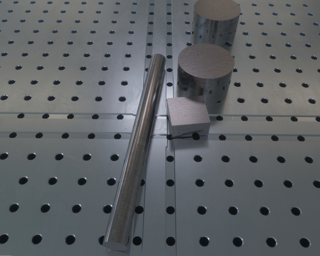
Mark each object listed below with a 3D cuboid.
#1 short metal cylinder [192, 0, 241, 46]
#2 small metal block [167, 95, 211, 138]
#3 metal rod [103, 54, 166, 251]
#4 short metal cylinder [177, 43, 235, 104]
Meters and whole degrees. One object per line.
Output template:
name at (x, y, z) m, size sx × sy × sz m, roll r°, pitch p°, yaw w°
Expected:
short metal cylinder at (0.099, -0.191, 0.553) m, size 0.081 × 0.050 × 0.080 m, roll 0°, pitch 50°, yaw 0°
small metal block at (0.037, -0.016, 0.421) m, size 0.050 × 0.025 × 0.050 m, roll -5°, pitch 50°, yaw -4°
metal rod at (-0.024, 0.004, 0.403) m, size 0.025 × 0.025 × 0.300 m, roll 6°, pitch 50°, yaw 5°
short metal cylinder at (0.066, -0.081, 0.460) m, size 0.081 × 0.050 × 0.080 m, roll 0°, pitch 50°, yaw 0°
